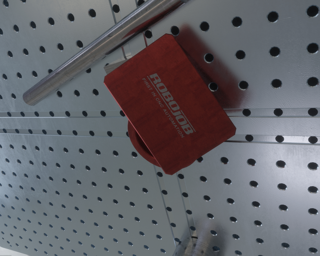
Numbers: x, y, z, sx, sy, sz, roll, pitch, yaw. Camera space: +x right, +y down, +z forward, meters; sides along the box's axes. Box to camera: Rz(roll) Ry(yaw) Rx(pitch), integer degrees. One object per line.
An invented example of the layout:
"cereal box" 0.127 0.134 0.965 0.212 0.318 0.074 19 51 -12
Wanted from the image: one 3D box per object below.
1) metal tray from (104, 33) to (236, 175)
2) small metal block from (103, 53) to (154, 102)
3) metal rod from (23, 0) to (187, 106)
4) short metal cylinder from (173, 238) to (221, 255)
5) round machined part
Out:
"metal tray" 0.011 -0.025 0.345 0.090 0.030 0.130 -34 90 7
"small metal block" -0.035 -0.064 0.390 0.050 0.025 0.050 -10 113 32
"metal rod" -0.092 -0.093 0.402 0.299 0.025 0.025 -22 107 36
"short metal cylinder" 0.056 0.228 0.507 0.080 0.050 0.079 13 124 21
"round machined part" 0.012 0.001 0.395 0.098 0.042 0.097 13 124 20
